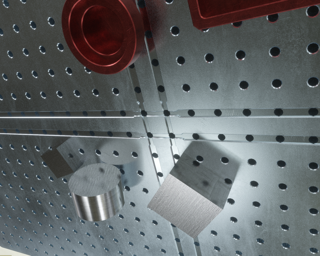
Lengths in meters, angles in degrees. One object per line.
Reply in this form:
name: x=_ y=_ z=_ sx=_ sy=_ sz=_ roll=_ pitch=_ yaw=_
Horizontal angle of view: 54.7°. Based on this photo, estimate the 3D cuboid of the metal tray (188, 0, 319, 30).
metal tray: x=0.085 y=-0.146 z=0.272 sx=0.130 sy=0.030 sz=0.090 roll=-3 pitch=117 yaw=29

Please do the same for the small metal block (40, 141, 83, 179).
small metal block: x=-0.170 y=0.055 z=0.535 sx=0.050 sy=0.025 sz=0.050 roll=-22 pitch=107 yaw=36

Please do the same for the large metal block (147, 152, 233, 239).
large metal block: x=0.040 y=0.095 z=0.432 sx=0.080 sy=0.050 sz=0.079 roll=34 pitch=129 yaw=6

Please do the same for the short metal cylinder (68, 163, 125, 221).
short metal cylinder: x=-0.098 y=0.100 z=0.489 sx=0.080 sy=0.080 sz=0.050 roll=10 pitch=123 yaw=23

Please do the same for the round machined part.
round machined part: x=-0.061 y=-0.115 z=0.361 sx=0.098 sy=0.042 sz=0.097 roll=13 pitch=124 yaw=21
